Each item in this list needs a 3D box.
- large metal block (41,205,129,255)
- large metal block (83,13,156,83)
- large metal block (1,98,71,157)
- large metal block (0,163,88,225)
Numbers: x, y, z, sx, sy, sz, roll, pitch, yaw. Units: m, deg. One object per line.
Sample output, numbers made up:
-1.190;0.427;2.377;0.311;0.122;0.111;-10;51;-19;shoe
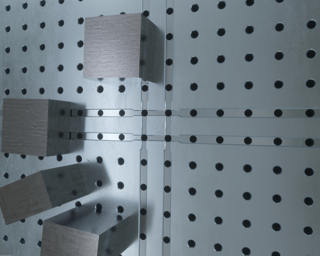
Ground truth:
-0.099;0.146;0.417;0.080;0.080;0.050;7;93;19;large metal block
-0.054;-0.104;0.417;0.080;0.050;0.079;3;91;19;large metal block
-0.184;-0.002;0.462;0.080;0.050;0.079;3;91;19;large metal block
-0.165;0.092;0.440;0.080;0.080;0.050;-23;83;18;large metal block
